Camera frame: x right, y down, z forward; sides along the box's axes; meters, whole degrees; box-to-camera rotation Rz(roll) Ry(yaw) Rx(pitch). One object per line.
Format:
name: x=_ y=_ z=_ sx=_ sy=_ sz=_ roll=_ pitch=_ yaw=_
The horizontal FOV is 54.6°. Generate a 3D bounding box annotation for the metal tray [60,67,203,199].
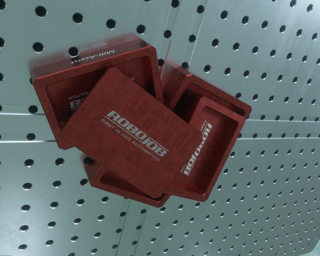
metal tray: x=-0.029 y=0.006 z=0.343 sx=0.130 sy=0.030 sz=0.090 roll=37 pitch=90 yaw=-17

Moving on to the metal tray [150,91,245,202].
metal tray: x=0.050 y=0.028 z=0.411 sx=0.090 sy=0.030 sz=0.129 roll=22 pitch=95 yaw=-36

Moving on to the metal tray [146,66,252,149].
metal tray: x=0.056 y=-0.017 z=0.426 sx=0.131 sy=0.030 sz=0.090 roll=21 pitch=107 yaw=-35

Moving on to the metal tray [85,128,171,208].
metal tray: x=-0.024 y=0.054 z=0.428 sx=0.131 sy=0.030 sz=0.090 roll=29 pitch=102 yaw=-38

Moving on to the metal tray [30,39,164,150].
metal tray: x=-0.064 y=-0.038 z=0.349 sx=0.131 sy=0.030 sz=0.090 roll=-20 pitch=126 yaw=-16
